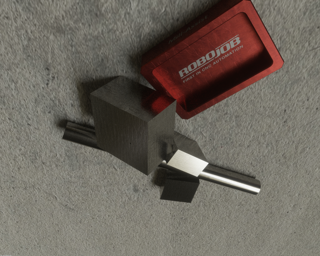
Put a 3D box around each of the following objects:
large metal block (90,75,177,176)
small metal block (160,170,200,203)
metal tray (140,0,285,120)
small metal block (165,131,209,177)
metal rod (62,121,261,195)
[{"bbox_3d":[-0.030,-0.004,0.362,0.080,0.050,0.079,26,136,26],"label":"large metal block"},{"bbox_3d":[0.030,0.089,0.484,0.050,0.025,0.050,9,130,-8],"label":"small metal block"},{"bbox_3d":[0.055,-0.074,0.341,0.130,0.030,0.090,-30,125,22],"label":"metal tray"},{"bbox_3d":[0.030,0.033,0.414,0.050,0.050,0.025,25,112,-26],"label":"small metal block"},{"bbox_3d":[0.013,0.048,0.448,0.302,0.025,0.025,18,128,-16],"label":"metal rod"}]
